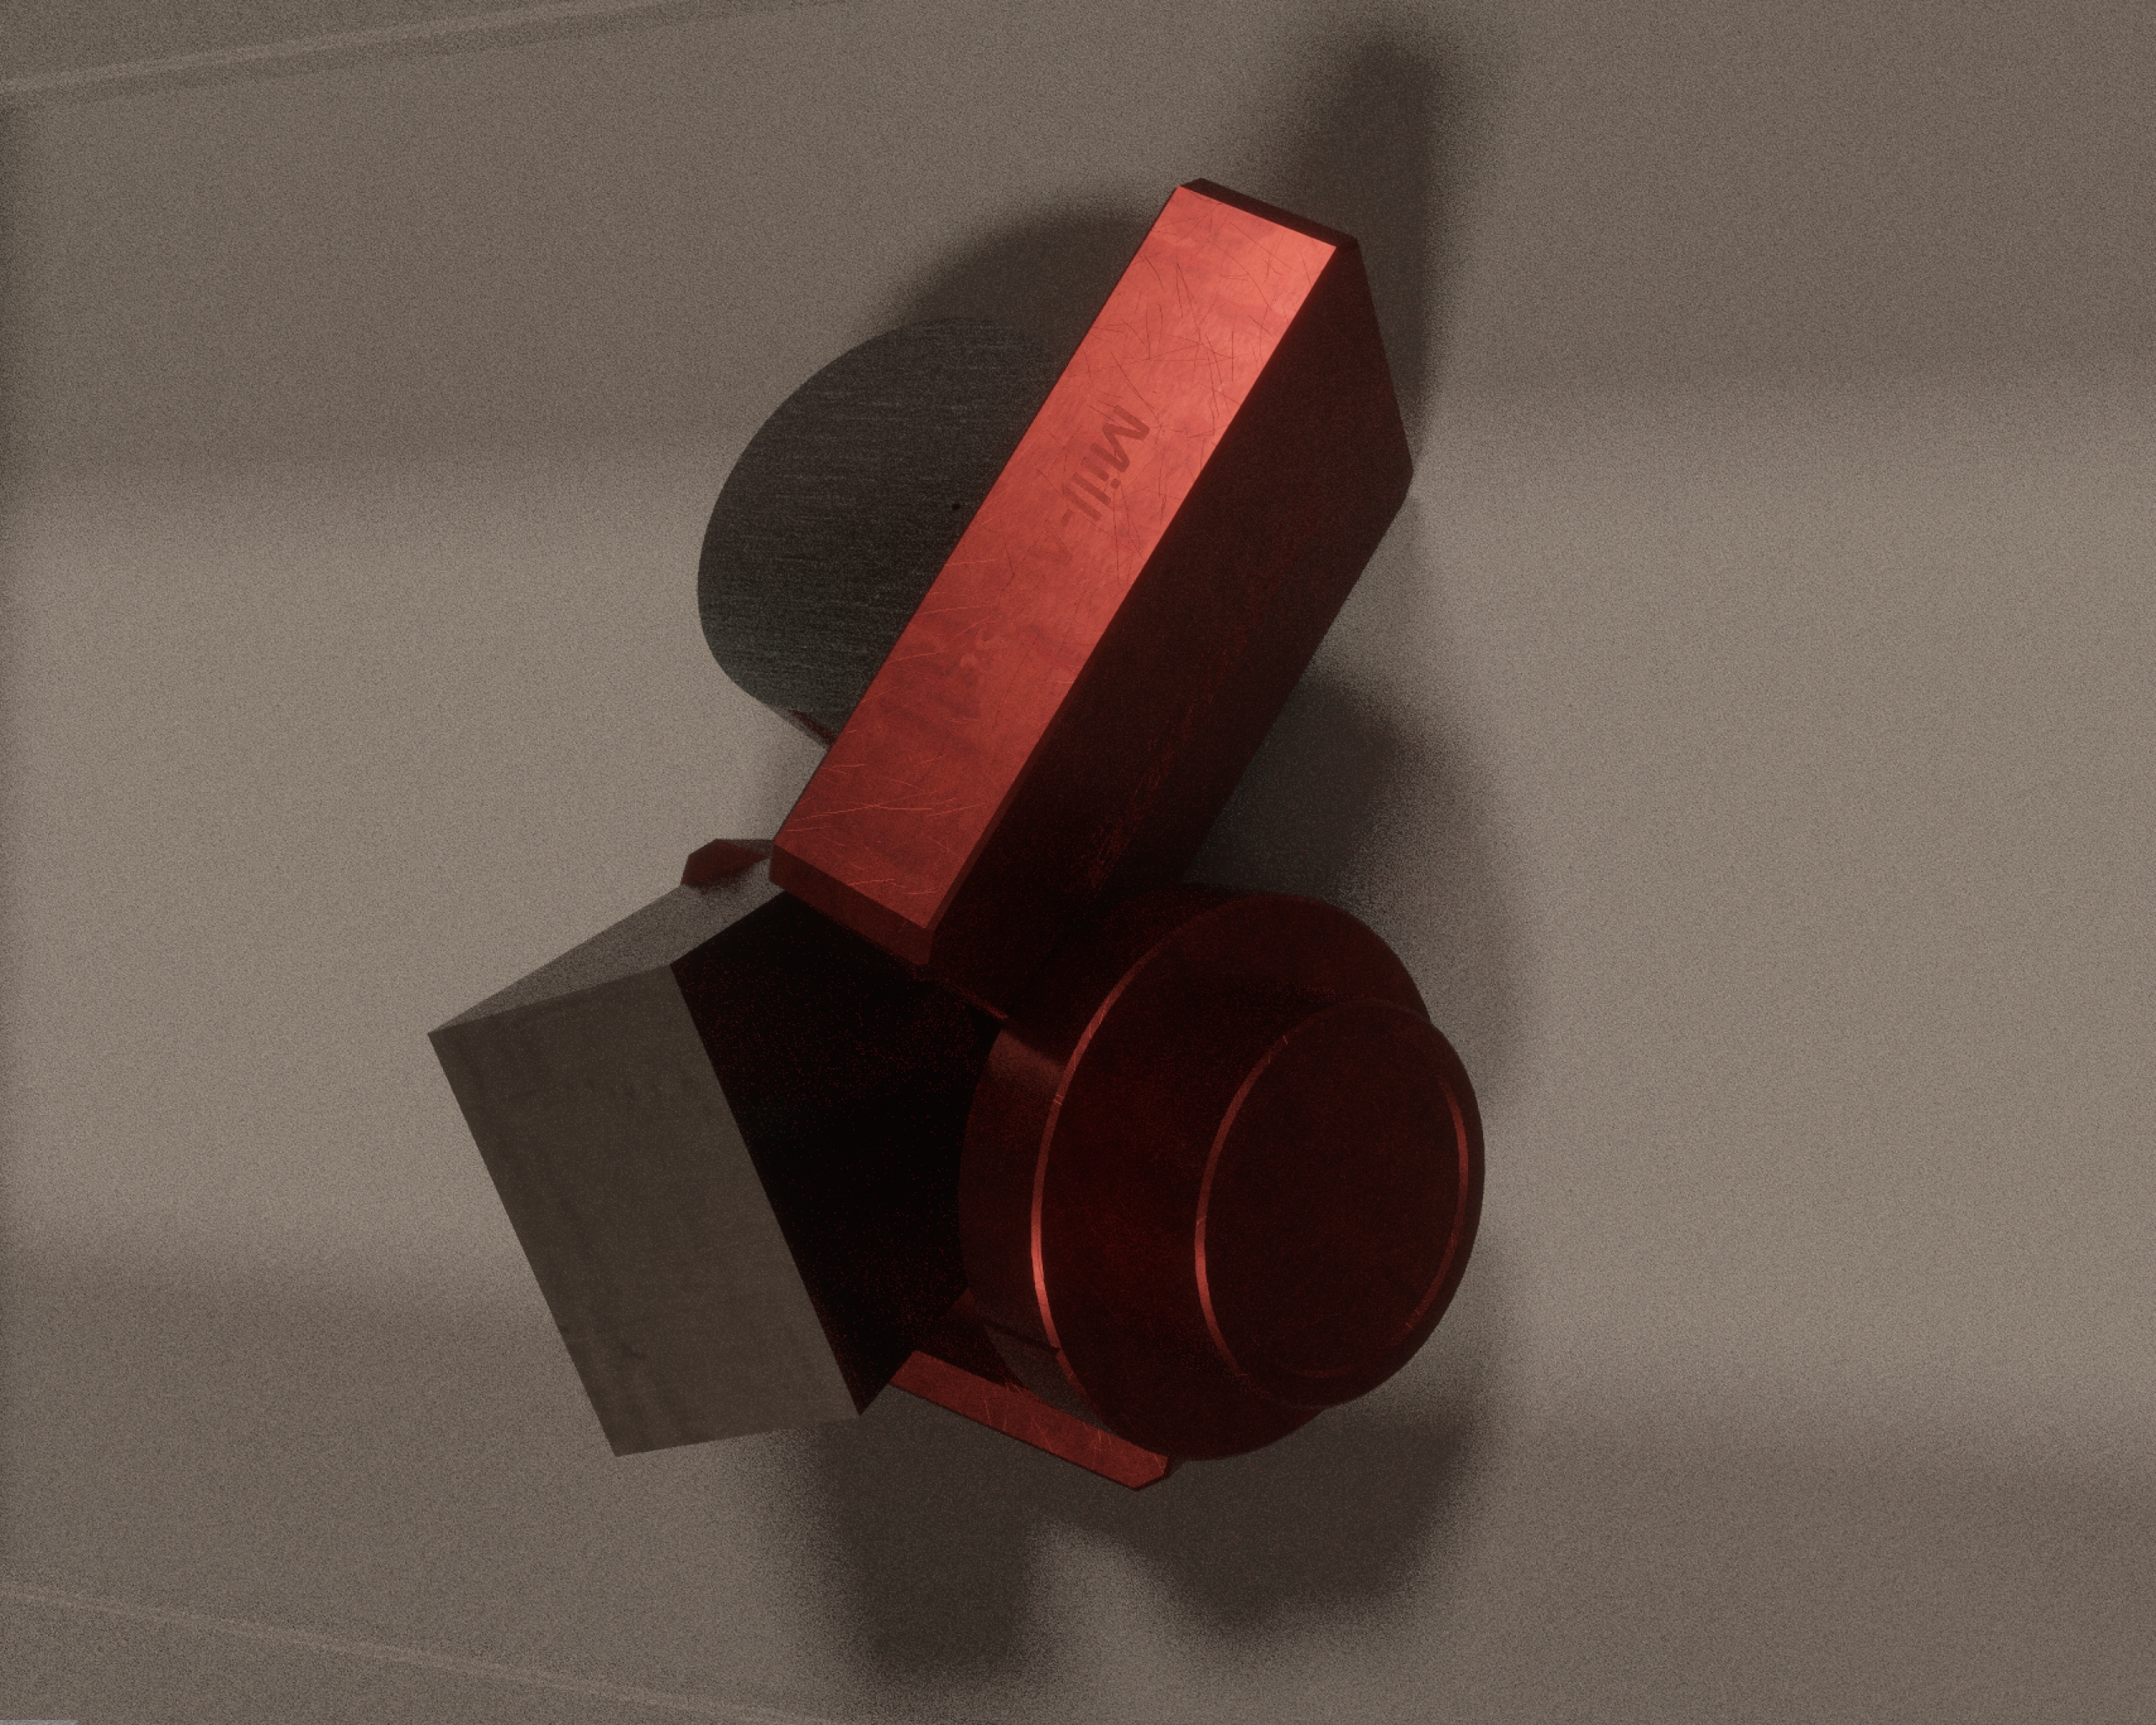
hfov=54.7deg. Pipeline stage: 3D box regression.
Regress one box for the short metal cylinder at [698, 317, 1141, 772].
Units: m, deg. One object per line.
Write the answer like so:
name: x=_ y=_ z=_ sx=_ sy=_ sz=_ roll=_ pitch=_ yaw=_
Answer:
short metal cylinder: x=-0.023 y=-0.053 z=0.387 sx=0.080 sy=0.050 sz=0.080 roll=-13 pitch=61 yaw=26

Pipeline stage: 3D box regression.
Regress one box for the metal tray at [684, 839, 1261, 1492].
metal tray: x=-0.026 y=0.056 z=0.413 sx=0.130 sy=0.030 sz=0.089 roll=18 pitch=96 yaw=19

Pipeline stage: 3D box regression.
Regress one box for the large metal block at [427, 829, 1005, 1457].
large metal block: x=-0.057 y=0.047 z=0.374 sx=0.050 sy=0.080 sz=0.080 roll=-16 pitch=101 yaw=25

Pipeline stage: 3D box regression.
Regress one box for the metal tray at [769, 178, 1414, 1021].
metal tray: x=0.008 y=-0.036 z=0.354 sx=0.030 sy=0.090 sz=0.130 roll=28 pitch=84 yaw=20

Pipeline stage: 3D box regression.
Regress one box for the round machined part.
round machined part: x=0.031 y=0.054 z=0.355 sx=0.042 sy=0.099 sz=0.097 roll=8 pitch=93 yaw=50
